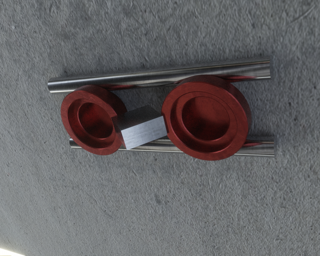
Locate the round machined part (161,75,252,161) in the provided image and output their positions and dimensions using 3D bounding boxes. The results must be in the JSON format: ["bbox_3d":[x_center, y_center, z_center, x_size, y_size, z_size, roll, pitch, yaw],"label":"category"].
[{"bbox_3d":[0.054,-0.014,0.353,0.098,0.042,0.097,13,124,21],"label":"round machined part"}]

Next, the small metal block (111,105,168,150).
[{"bbox_3d":[-0.026,-0.002,0.370,0.050,0.050,0.025,-138,31,-61],"label":"small metal block"}]

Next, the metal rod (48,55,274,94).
[{"bbox_3d":[-0.021,-0.061,0.381,0.300,0.025,0.025,0,119,28],"label":"metal rod"}]

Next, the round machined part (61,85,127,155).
[{"bbox_3d":[-0.083,-0.014,0.427,0.098,0.042,0.097,13,124,21],"label":"round machined part"}]

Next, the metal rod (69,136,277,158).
[{"bbox_3d":[-0.002,0.021,0.422,0.300,0.025,0.025,0,119,28],"label":"metal rod"}]
